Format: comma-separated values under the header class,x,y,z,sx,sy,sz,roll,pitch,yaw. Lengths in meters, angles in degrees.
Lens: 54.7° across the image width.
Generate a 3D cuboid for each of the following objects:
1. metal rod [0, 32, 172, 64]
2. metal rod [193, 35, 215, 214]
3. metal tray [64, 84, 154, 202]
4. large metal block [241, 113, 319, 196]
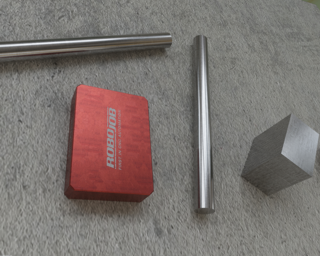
class,x,y,z,sx,sy,sz,roll,pitch,yaw
metal rod,-0.109,-0.108,0.411,0.303,0.025,0.025,-15,70,-35
metal rod,0.062,-0.026,0.454,0.025,0.025,0.300,17,55,-19
metal tray,-0.058,0.017,0.360,0.091,0.030,0.130,9,58,-24
large metal block,0.170,0.039,0.439,0.050,0.080,0.080,37,51,-4
